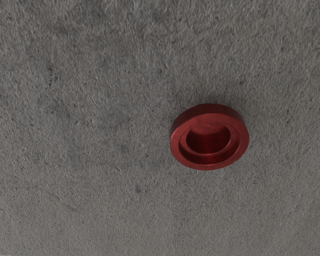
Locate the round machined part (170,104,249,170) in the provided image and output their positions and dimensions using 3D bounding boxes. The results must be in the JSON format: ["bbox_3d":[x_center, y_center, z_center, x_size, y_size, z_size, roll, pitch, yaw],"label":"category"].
[{"bbox_3d":[0.062,0.007,0.402,0.099,0.042,0.097,0,130,0],"label":"round machined part"}]
